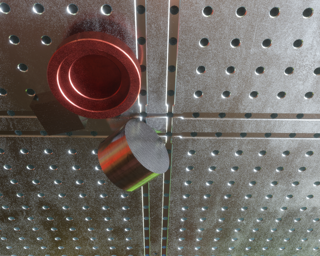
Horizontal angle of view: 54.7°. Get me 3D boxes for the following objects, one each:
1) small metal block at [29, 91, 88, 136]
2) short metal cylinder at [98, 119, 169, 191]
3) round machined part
[{"bbox_3d":[-0.126,-0.021,0.393,0.050,0.025,0.050,-11,130,9],"label":"small metal block"},{"bbox_3d":[-0.033,0.035,0.405,0.050,0.080,0.080,-35,122,26],"label":"short metal cylinder"},{"bbox_3d":[-0.070,-0.061,0.346,0.099,0.042,0.097,-1,128,-1],"label":"round machined part"}]
